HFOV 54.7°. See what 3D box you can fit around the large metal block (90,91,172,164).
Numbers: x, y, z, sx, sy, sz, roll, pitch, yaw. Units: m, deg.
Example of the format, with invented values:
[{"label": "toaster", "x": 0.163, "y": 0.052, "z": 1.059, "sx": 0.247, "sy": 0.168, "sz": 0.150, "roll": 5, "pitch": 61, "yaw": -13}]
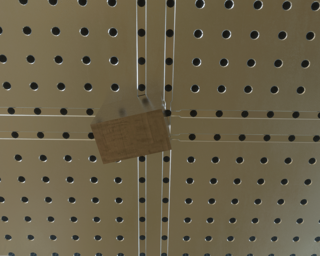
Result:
[{"label": "large metal block", "x": -0.032, "y": -0.003, "z": 0.382, "sx": 0.080, "sy": 0.080, "sz": 0.050, "roll": -12, "pitch": 110, "yaw": 4}]
